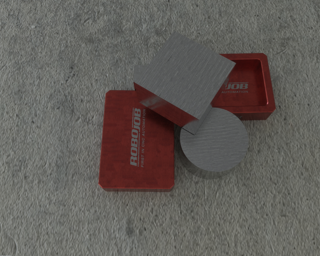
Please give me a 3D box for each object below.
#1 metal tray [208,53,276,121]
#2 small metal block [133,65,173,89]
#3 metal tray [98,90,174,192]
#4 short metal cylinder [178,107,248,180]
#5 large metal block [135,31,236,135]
[{"bbox_3d":[0.084,-0.056,0.428,0.131,0.030,0.090,-1,70,-1],"label":"metal tray"},{"bbox_3d":[-0.008,-0.061,0.418,0.050,0.050,0.025,1,70,0],"label":"small metal block"},{"bbox_3d":[-0.027,0.016,0.402,0.091,0.030,0.130,1,70,0],"label":"metal tray"},{"bbox_3d":[0.064,0.021,0.389,0.080,0.050,0.080,0,70,0],"label":"short metal cylinder"},{"bbox_3d":[0.029,-0.052,0.361,0.080,0.050,0.080,31,73,10],"label":"large metal block"}]
